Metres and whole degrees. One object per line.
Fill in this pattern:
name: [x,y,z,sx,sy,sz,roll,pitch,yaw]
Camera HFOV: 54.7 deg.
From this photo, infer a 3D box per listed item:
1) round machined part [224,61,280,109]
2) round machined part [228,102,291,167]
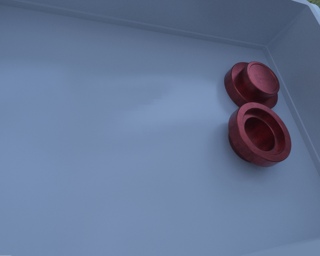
round machined part: [0.163,-0.074,0.527,0.099,0.042,0.098,14,56,-21]
round machined part: [0.143,0.013,0.463,0.099,0.042,0.098,14,56,-21]
